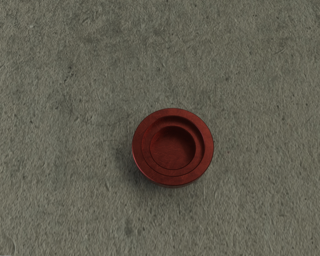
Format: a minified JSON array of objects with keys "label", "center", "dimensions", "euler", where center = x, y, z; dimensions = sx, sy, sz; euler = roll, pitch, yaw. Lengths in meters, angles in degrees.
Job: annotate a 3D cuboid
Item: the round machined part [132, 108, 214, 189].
[{"label":"round machined part","center":[0.015,0.027,0.390],"dimensions":[0.099,0.042,0.098],"euler":[0,70,-1]}]
